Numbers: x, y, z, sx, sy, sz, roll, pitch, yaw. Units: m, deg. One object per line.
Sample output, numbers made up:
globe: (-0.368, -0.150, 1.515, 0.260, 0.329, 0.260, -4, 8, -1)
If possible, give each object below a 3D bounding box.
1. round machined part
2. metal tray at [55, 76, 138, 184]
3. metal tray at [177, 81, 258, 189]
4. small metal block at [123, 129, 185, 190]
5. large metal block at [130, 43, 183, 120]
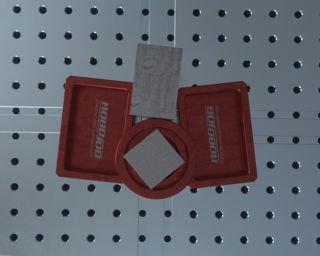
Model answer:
round machined part: (-0.004, 0.037, 0.392, 0.099, 0.042, 0.097, 0, 90, 0)
metal tray: (-0.081, 0.002, 0.406, 0.091, 0.030, 0.129, 6, 90, 0)
metal tray: (0.072, 0.009, 0.407, 0.091, 0.030, 0.129, -6, 90, 0)
small metal block: (-0.007, 0.036, 0.367, 0.050, 0.025, 0.050, -39, 90, 0)
large metal block: (-0.004, -0.052, 0.382, 0.050, 0.080, 0.080, 6, 90, 0)
